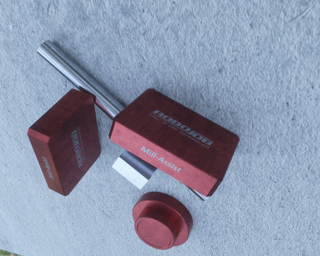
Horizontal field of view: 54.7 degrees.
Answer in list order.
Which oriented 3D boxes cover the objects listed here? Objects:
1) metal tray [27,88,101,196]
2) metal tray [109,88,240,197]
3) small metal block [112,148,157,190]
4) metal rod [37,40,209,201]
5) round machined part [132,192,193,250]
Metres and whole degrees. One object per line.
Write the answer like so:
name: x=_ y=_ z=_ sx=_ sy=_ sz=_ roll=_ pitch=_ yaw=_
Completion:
metal tray: x=-0.123 y=0.022 z=0.423 sx=0.030 sy=0.090 sz=0.129 roll=22 pitch=140 yaw=15
metal tray: x=0.019 y=0.011 z=0.360 sx=0.130 sy=0.090 sz=0.030 roll=30 pitch=128 yaw=8
small metal block: x=-0.030 y=0.049 z=0.436 sx=0.050 sy=0.050 sz=0.025 roll=39 pitch=129 yaw=1
metal rod: x=-0.045 y=-0.009 z=0.423 sx=0.300 sy=0.025 sz=0.025 roll=42 pitch=129 yaw=-1
round machined part: x=-0.001 y=0.152 z=0.489 sx=0.098 sy=0.042 sz=0.097 roll=13 pitch=124 yaw=20
